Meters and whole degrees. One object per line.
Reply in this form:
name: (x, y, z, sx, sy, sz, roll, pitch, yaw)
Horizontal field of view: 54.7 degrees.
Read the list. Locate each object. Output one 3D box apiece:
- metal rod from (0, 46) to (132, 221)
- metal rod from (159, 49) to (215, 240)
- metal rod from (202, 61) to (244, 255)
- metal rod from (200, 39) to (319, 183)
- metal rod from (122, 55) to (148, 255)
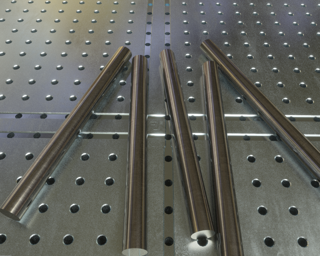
metal rod: (-0.109, -0.016, 0.419, 0.025, 0.025, 0.301, 16, 52, 12)
metal rod: (0.028, -0.005, 0.411, 0.025, 0.025, 0.300, -5, 50, -4)
metal rod: (0.074, 0.018, 0.393, 0.025, 0.025, 0.300, 2, 50, 1)
metal rod: (0.142, -0.036, 0.439, 0.025, 0.025, 0.300, -19, 53, -16)
metal rod: (-0.029, 0.008, 0.400, 0.025, 0.025, 0.300, -1, 50, -1)
